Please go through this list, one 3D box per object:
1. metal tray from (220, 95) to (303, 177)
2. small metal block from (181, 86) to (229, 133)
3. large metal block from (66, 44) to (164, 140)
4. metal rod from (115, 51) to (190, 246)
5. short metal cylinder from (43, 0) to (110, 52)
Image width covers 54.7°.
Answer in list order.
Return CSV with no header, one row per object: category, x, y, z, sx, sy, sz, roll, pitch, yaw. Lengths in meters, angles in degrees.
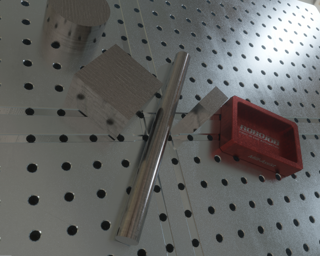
metal tray,0.158,0.013,0.484,0.131,0.030,0.090,21,54,-16
small metal block,0.064,-0.026,0.445,0.025,0.050,0.050,45,51,3
large metal block,-0.056,-0.047,0.392,0.080,0.050,0.080,40,51,-1
metal rod,0.001,0.001,0.409,0.025,0.025,0.300,27,52,-12
short metal cylinder,-0.114,-0.152,0.424,0.081,0.050,0.080,14,56,-21
